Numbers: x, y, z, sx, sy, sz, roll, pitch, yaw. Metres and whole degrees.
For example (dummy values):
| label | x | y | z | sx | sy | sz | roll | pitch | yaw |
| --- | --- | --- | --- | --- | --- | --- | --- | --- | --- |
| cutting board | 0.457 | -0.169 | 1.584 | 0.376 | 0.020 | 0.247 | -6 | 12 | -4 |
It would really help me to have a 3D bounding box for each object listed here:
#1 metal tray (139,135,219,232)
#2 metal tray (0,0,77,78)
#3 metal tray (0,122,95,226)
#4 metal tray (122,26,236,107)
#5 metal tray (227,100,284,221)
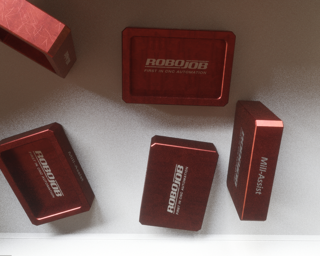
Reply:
| label | x | y | z | sx | sy | sz | roll | pitch | yaw |
| --- | --- | --- | --- | --- | --- | --- | --- | --- | --- |
| metal tray | 0.024 | 0.080 | 0.438 | 0.091 | 0.030 | 0.129 | 8 | 110 | -3 |
| metal tray | -0.136 | -0.096 | 0.318 | 0.090 | 0.130 | 0.030 | 31 | 84 | -11 |
| metal tray | -0.159 | 0.066 | 0.431 | 0.090 | 0.030 | 0.129 | -18 | 109 | 6 |
| metal tray | 0.020 | -0.075 | 0.380 | 0.131 | 0.030 | 0.089 | 2 | 110 | -1 |
| metal tray | 0.115 | 0.039 | 0.391 | 0.030 | 0.090 | 0.129 | 2 | 110 | -1 |
